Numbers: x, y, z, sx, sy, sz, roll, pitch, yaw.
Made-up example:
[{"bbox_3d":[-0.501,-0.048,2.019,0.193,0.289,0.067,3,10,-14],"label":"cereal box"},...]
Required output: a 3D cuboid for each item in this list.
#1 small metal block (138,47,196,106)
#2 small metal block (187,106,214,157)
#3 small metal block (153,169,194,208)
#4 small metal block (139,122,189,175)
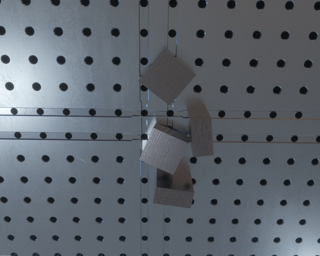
[{"bbox_3d":[0.008,-0.065,0.389,0.050,0.025,0.050,37,106,-13],"label":"small metal block"},{"bbox_3d":[0.051,0.003,0.402,0.025,0.050,0.050,-6,110,2],"label":"small metal block"},{"bbox_3d":[0.018,0.083,0.431,0.050,0.050,0.025,9,110,-3],"label":"small metal block"},{"bbox_3d":[0.006,0.028,0.419,0.050,0.025,0.050,24,109,1],"label":"small metal block"}]
